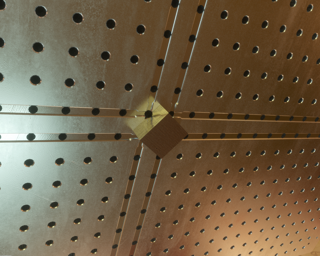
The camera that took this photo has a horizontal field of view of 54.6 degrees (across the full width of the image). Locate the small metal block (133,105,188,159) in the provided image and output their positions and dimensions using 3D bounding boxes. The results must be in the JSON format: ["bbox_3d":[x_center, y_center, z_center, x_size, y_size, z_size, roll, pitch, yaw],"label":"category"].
[{"bbox_3d":[0.001,0.006,0.415,0.050,0.025,0.050,-44,130,2],"label":"small metal block"}]
